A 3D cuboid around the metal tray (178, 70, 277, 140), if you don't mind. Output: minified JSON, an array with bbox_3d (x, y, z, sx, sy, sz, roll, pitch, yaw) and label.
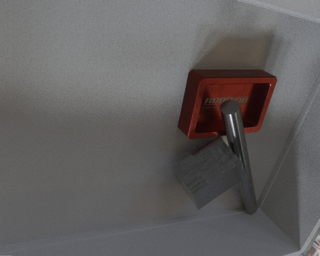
[{"bbox_3d":[0.095,-0.035,0.438,0.131,0.030,0.089,-5,121,-26],"label":"metal tray"}]

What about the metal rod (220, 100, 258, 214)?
[{"bbox_3d":[0.133,0.065,0.498,0.025,0.025,0.299,-33,137,-7],"label":"metal rod"}]

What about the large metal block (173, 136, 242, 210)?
[{"bbox_3d":[0.072,0.069,0.461,0.080,0.050,0.080,-33,150,-7],"label":"large metal block"}]
